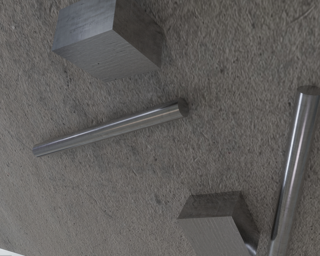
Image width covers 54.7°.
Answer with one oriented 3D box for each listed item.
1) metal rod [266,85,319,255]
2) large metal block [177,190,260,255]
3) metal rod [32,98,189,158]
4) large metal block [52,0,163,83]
[{"bbox_3d":[0.157,0.091,0.380,0.025,0.025,0.298,10,123,22],"label":"metal rod"},{"bbox_3d":[0.083,0.138,0.432,0.080,0.050,0.080,-15,111,34],"label":"large metal block"},{"bbox_3d":[-0.092,0.007,0.459,0.300,0.025,0.025,-15,111,34],"label":"metal rod"},{"bbox_3d":[-0.053,-0.095,0.333,0.080,0.050,0.080,-7,159,31],"label":"large metal block"}]
